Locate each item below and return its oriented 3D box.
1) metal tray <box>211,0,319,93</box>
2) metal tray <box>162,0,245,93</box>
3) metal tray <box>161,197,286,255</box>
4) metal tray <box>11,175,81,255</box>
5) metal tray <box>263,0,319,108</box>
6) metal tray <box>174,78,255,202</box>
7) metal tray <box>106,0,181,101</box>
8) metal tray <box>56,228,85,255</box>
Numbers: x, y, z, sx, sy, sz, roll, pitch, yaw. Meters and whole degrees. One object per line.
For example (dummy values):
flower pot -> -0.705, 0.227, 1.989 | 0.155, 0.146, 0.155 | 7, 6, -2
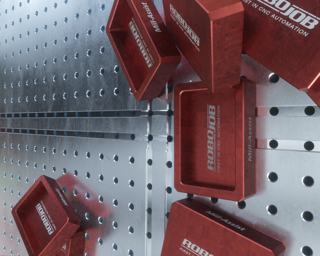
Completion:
metal tray -> 0.109, -0.103, 0.277 | 0.130, 0.030, 0.090 | 46, 118, 30
metal tray -> 0.038, -0.109, 0.318 | 0.090, 0.030, 0.130 | 77, 170, -50
metal tray -> 0.064, 0.147, 0.354 | 0.130, 0.030, 0.089 | 19, 102, 38
metal tray -> -0.201, 0.154, 0.538 | 0.090, 0.030, 0.130 | -50, 48, -2
metal tray -> 0.164, -0.065, 0.270 | 0.090, 0.030, 0.130 | -46, 63, 30
metal tray -> 0.060, 0.012, 0.356 | 0.090, 0.030, 0.129 | 0, 90, 40
metal tray -> -0.027, -0.113, 0.408 | 0.130, 0.030, 0.090 | 66, 148, 19
metal tray -> -0.192, 0.209, 0.566 | 0.130, 0.030, 0.089 | 15, 100, 39
